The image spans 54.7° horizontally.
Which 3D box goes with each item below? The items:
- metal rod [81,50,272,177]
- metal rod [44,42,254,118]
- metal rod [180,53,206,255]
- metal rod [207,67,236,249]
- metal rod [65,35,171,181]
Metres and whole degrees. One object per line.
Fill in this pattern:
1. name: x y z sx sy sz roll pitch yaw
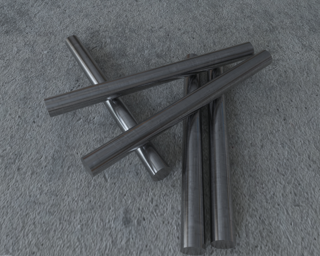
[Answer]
1. metal rod: 0.038 -0.031 0.394 0.302 0.025 0.025 -32 57 -24
2. metal rod: -0.003 -0.072 0.429 0.302 0.025 0.025 -19 53 -15
3. metal rod: 0.042 0.005 0.398 0.025 0.025 0.300 3 50 2
4. metal rod: 0.075 0.001 0.402 0.025 0.025 0.300 4 50 3
5. metal rod: -0.073 -0.046 0.441 0.025 0.025 0.300 -24 54 -19
